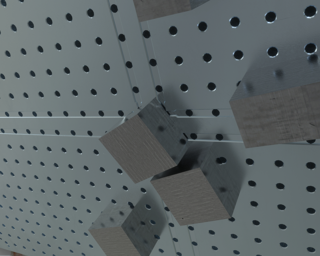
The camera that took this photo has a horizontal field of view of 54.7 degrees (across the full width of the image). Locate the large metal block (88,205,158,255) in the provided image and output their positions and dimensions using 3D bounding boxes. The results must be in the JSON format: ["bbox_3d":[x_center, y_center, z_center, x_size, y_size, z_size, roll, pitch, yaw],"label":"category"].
[{"bbox_3d":[-0.064,0.187,0.543,0.080,0.050,0.080,-18,109,35],"label":"large metal block"}]

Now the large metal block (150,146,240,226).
[{"bbox_3d":[0.048,0.080,0.418,0.080,0.050,0.080,-22,107,36],"label":"large metal block"}]

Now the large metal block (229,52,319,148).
[{"bbox_3d":[0.121,-0.028,0.294,0.080,0.080,0.050,-11,113,32],"label":"large metal block"}]

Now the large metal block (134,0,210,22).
[{"bbox_3d":[0.010,-0.148,0.278,0.050,0.080,0.080,-2,117,29],"label":"large metal block"}]

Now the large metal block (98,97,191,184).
[{"bbox_3d":[-0.020,0.018,0.416,0.080,0.050,0.080,-30,102,37],"label":"large metal block"}]
